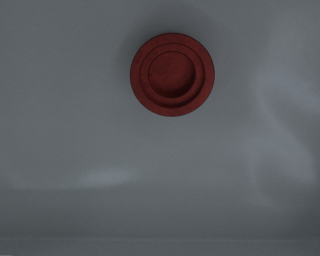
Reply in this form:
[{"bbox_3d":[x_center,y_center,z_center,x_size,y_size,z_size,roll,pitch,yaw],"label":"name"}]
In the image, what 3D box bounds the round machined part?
[{"bbox_3d":[0.014,-0.066,0.378,0.099,0.042,0.097,0,110,0],"label":"round machined part"}]
